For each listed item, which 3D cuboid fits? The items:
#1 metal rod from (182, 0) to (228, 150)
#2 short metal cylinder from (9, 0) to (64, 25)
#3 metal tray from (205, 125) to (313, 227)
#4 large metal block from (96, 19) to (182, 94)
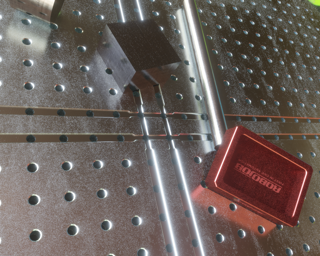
[{"bbox_3d":[0.072,-0.104,0.512,0.025,0.025,0.299,7,59,-25],"label":"metal rod"},{"bbox_3d":[-0.153,-0.183,0.403,0.050,0.080,0.080,21,54,-16],"label":"short metal cylinder"},{"bbox_3d":[0.137,0.065,0.421,0.131,0.030,0.090,29,73,-10],"label":"metal tray"},{"bbox_3d":[-0.030,-0.104,0.441,0.081,0.050,0.080,-21,73,-36],"label":"large metal block"}]
